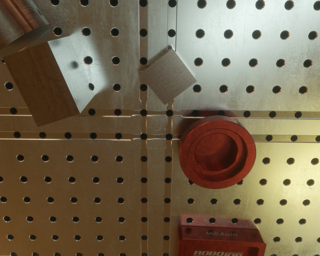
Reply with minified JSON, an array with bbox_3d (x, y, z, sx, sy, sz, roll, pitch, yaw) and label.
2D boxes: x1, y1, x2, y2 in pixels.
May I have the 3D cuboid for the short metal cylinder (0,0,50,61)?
[{"bbox_3d":[-0.171,-0.114,0.341,0.080,0.080,0.050,-31,107,10],"label":"short metal cylinder"}]

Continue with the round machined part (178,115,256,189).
[{"bbox_3d":[0.074,0.029,0.415,0.099,0.042,0.097,0,110,0],"label":"round machined part"}]

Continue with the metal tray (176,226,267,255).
[{"bbox_3d":[0.091,0.203,0.485,0.131,0.030,0.089,3,110,-2],"label":"metal tray"}]

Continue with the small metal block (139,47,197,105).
[{"bbox_3d":[0.010,-0.066,0.389,0.050,0.025,0.050,-36,106,12],"label":"small metal block"}]

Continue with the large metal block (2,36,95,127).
[{"bbox_3d":[-0.123,-0.057,0.362,0.050,0.080,0.080,-18,109,6],"label":"large metal block"}]
